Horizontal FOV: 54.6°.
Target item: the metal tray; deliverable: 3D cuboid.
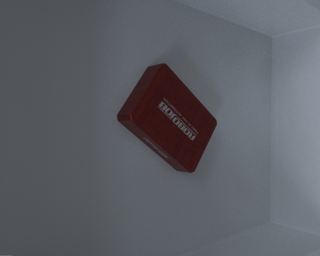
[{"bbox_3d":[0.016,-0.010,0.415,0.130,0.030,0.090,43,64,-31],"label":"metal tray"}]
